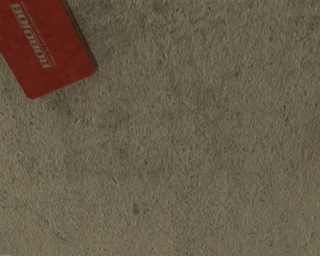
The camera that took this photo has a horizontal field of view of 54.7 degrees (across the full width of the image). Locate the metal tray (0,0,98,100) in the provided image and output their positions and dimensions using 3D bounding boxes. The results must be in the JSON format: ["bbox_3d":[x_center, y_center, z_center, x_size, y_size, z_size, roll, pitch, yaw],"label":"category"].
[{"bbox_3d":[-0.143,-0.109,0.365,0.090,0.030,0.129,-22,109,7],"label":"metal tray"}]
